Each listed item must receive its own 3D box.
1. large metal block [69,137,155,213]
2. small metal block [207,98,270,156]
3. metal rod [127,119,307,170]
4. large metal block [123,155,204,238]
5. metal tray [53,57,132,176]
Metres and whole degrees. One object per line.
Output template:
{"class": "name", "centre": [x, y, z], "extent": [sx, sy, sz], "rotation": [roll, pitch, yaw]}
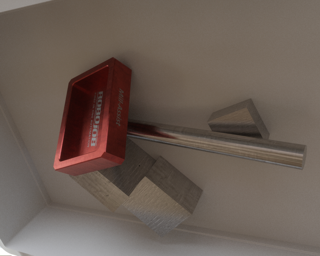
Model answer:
{"class": "large metal block", "centre": [-0.066, 0.057, 0.441], "extent": [0.080, 0.080, 0.050], "rotation": [40, 130, 1]}
{"class": "small metal block", "centre": [0.091, 0.000, 0.360], "extent": [0.050, 0.025, 0.050], "rotation": [-21, 107, 35]}
{"class": "metal rod", "centre": [0.015, 0.009, 0.381], "extent": [0.300, 0.025, 0.025], "rotation": [9, 123, 31]}
{"class": "large metal block", "centre": [0.002, 0.101, 0.453], "extent": [0.080, 0.050, 0.080], "rotation": [40, 129, 0]}
{"class": "metal tray", "centre": [-0.081, -0.013, 0.380], "extent": [0.090, 0.130, 0.030], "rotation": [-17, 148, 34]}
